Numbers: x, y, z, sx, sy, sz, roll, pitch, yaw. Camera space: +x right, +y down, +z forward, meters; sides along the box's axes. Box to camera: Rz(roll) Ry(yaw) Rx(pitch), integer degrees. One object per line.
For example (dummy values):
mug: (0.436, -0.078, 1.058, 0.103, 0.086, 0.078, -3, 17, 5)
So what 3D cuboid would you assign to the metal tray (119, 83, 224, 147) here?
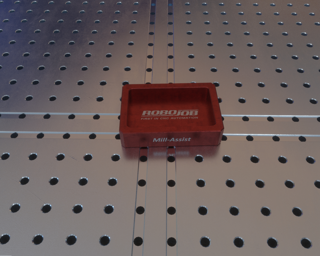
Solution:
metal tray: (0.014, -0.020, 0.421, 0.131, 0.030, 0.090, -1, 50, -1)
